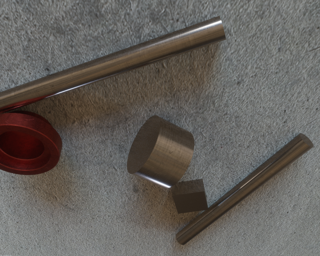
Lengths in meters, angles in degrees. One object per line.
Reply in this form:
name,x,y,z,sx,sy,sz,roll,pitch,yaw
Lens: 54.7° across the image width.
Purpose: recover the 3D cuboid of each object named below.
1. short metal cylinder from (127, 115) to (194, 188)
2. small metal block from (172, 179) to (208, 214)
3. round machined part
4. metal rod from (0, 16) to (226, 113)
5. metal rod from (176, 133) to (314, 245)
short metal cylinder,0.000,0.030,0.397,0.050,0.080,0.080,26,125,-21
small metal block,0.049,0.111,0.503,0.050,0.025,0.050,-10,130,8
round machined part,-0.178,0.016,0.403,0.099,0.042,0.097,-2,135,-2
metal rod,-0.077,-0.064,0.351,0.301,0.025,0.025,-16,129,12
metal rod,0.121,0.113,0.505,0.025,0.025,0.298,26,125,-21
